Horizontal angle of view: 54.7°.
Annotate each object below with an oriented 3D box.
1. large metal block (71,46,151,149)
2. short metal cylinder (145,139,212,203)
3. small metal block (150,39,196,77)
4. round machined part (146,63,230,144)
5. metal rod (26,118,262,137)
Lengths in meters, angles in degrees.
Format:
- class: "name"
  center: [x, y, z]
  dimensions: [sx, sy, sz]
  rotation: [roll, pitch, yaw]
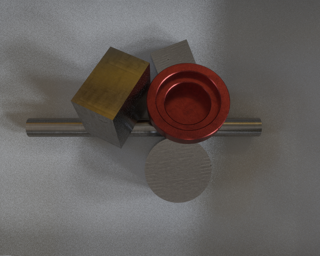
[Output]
- class: "large metal block"
  center: [-0.052, -0.033, 0.367]
  dimensions: [0.050, 0.080, 0.080]
  rotation: [25, 67, 11]
- class: "short metal cylinder"
  center: [0.022, 0.050, 0.397]
  dimensions: [0.081, 0.050, 0.079]
  rotation: [0, 90, -1]
- class: "small metal block"
  center: [0.020, -0.082, 0.411]
  dimensions: [0.050, 0.025, 0.050]
  rotation: [-21, 90, -1]
- class: "round machined part"
  center: [0.033, -0.027, 0.383]
  dimensions: [0.099, 0.042, 0.098]
  rotation: [0, 72, 0]
- class: "metal rod"
  center: [-0.020, -0.001, 0.408]
  dimensions: [0.302, 0.025, 0.025]
  rotation: [0, 90, -1]
